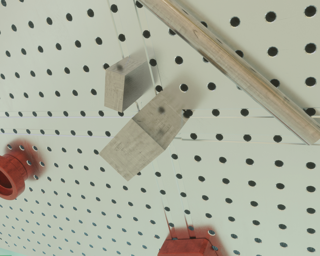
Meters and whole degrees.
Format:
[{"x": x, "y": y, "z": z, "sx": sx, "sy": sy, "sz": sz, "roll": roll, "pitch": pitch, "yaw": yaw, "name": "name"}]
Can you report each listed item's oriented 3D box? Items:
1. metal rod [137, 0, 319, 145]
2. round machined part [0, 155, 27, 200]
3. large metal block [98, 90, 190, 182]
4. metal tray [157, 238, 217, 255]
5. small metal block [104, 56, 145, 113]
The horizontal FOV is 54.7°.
[{"x": 0.051, "y": -0.088, "z": 0.328, "sx": 0.300, "sy": 0.025, "sz": 0.025, "roll": 40, "pitch": 129, "yaw": 0, "name": "metal rod"}, {"x": -0.306, "y": 0.092, "z": 0.615, "sx": 0.098, "sy": 0.042, "sz": 0.097, "roll": 13, "pitch": 124, "yaw": 20, "name": "round machined part"}, {"x": -0.019, "y": 0.009, "z": 0.390, "sx": 0.050, "sy": 0.080, "sz": 0.080, "roll": 44, "pitch": 129, "yaw": -3, "name": "large metal block"}, {"x": 0.065, "y": 0.248, "z": 0.525, "sx": 0.090, "sy": 0.030, "sz": 0.130, "roll": -18, "pitch": 110, "yaw": 34, "name": "metal tray"}, {"x": -0.044, "y": -0.055, "z": 0.383, "sx": 0.025, "sy": 0.050, "sz": 0.050, "roll": 21, "pitch": 126, "yaw": 16, "name": "small metal block"}]
